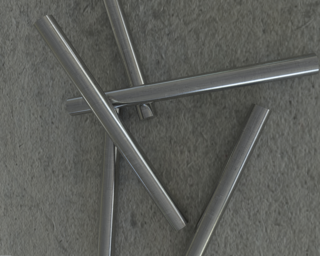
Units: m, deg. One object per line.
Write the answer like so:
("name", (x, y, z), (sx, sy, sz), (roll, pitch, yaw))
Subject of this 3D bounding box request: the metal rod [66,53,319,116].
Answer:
("metal rod", (0.029, -0.050, 0.378), (0.301, 0.025, 0.025), (-9, 87, 12))

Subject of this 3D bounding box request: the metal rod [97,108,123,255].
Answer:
("metal rod", (-0.072, 0.110, 0.433), (0.025, 0.025, 0.298), (4, 91, 19))

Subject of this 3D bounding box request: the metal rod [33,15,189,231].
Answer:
("metal rod", (-0.054, 0.000, 0.379), (0.025, 0.025, 0.299), (-31, 99, 17))

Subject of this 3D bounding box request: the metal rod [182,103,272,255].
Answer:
("metal rod", (0.063, 0.112, 0.386), (0.025, 0.025, 0.298), (25, 98, 18))

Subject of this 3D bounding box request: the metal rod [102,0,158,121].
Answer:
("metal rod", (-0.060, -0.154, 0.429), (0.025, 0.025, 0.299), (-20, 84, 18))
